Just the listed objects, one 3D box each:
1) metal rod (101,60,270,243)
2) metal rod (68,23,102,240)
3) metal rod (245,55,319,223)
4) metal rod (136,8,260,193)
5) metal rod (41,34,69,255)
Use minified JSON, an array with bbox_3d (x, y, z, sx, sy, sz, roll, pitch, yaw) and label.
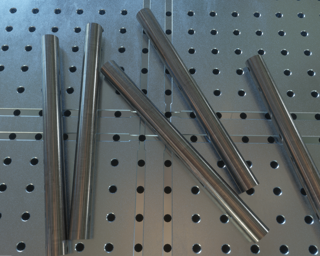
[{"bbox_3d":[0.023,0.020,0.404,0.025,0.025,0.300,-39,75,-13],"label":"metal rod"},{"bbox_3d":[-0.097,-0.010,0.414,0.025,0.025,0.299,-1,70,-1],"label":"metal rod"},{"bbox_3d":[0.180,0.035,0.401,0.025,0.025,0.299,-16,71,-6],"label":"metal rod"},{"bbox_3d":[0.044,-0.050,0.430,0.025,0.025,0.299,-26,72,-9],"label":"metal rod"},{"bbox_3d":[-0.140,0.008,0.406,0.025,0.025,0.299,-8,70,-3],"label":"metal rod"}]
